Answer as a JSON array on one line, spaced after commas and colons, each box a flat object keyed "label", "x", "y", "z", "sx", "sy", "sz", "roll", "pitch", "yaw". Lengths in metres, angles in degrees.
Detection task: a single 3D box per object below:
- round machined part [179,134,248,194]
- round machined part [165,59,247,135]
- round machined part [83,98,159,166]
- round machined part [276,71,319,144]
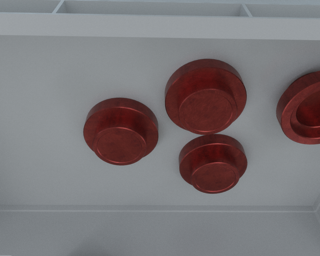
[{"label": "round machined part", "x": 0.078, "y": 0.058, "z": 0.449, "sx": 0.099, "sy": 0.042, "sz": 0.097, "roll": -1, "pitch": 130, "yaw": 0}, {"label": "round machined part", "x": 0.055, "y": -0.030, "z": 0.373, "sx": 0.099, "sy": 0.042, "sz": 0.097, "roll": -1, "pitch": 130, "yaw": 0}, {"label": "round machined part", "x": -0.051, "y": 0.012, "z": 0.407, "sx": 0.099, "sy": 0.042, "sz": 0.097, "roll": -1, "pitch": 130, "yaw": 0}, {"label": "round machined part", "x": 0.191, "y": -0.029, "z": 0.376, "sx": 0.099, "sy": 0.042, "sz": 0.097, "roll": -1, "pitch": 130, "yaw": 0}]
